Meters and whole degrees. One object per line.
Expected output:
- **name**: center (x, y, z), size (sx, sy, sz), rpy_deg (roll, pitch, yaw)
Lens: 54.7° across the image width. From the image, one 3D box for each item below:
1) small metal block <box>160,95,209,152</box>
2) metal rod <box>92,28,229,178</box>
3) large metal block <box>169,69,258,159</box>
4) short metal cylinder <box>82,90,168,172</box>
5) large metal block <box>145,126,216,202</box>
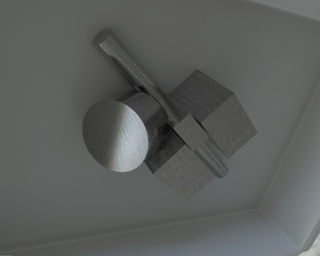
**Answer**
- **small metal block**: center (0.026, -0.006, 0.373), size (0.025, 0.050, 0.050), rpy_deg (-42, 130, 0)
- **metal rod**: center (0.021, -0.011, 0.414), size (0.025, 0.025, 0.300), rpy_deg (-43, 130, 1)
- **large metal block**: center (0.068, -0.019, 0.400), size (0.050, 0.080, 0.080), rpy_deg (-42, 130, 1)
- **short metal cylinder**: center (-0.038, 0.002, 0.345), size (0.050, 0.080, 0.079), rpy_deg (-36, 145, -60)
- **large metal block**: center (0.015, 0.038, 0.406), size (0.050, 0.080, 0.080), rpy_deg (-43, 130, 1)
